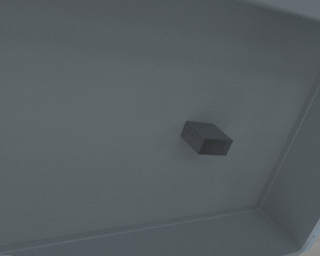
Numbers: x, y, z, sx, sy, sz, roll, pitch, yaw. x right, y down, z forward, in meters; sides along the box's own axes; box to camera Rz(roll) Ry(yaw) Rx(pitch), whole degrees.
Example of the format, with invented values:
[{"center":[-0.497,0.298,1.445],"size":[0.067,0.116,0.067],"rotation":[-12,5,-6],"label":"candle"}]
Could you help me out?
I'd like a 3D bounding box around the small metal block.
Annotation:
[{"center":[0.066,0.014,0.439],"size":[0.050,0.050,0.025],"rotation":[5,116,-31],"label":"small metal block"}]
